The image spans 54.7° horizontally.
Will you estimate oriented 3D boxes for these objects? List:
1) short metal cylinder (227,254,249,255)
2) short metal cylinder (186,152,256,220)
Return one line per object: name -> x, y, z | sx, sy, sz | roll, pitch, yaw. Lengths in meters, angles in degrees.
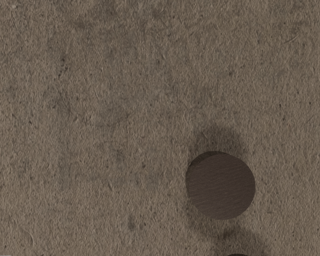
short metal cylinder -> 0.106, 0.212, 0.399 | 0.081, 0.050, 0.079 | 0, 90, -1
short metal cylinder -> 0.075, 0.071, 0.399 | 0.081, 0.050, 0.079 | 0, 90, -1
